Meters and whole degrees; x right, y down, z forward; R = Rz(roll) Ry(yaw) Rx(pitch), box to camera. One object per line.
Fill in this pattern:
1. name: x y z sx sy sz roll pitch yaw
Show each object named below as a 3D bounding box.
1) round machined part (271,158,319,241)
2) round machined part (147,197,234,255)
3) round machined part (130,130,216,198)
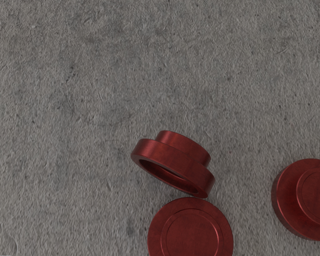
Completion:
1. round machined part: 0.189 0.084 0.370 0.099 0.042 0.098 0 70 0
2. round machined part: 0.035 0.128 0.352 0.099 0.042 0.098 0 70 0
3. round machined part: 0.019 0.038 0.356 0.098 0.098 0.042 27 72 9
